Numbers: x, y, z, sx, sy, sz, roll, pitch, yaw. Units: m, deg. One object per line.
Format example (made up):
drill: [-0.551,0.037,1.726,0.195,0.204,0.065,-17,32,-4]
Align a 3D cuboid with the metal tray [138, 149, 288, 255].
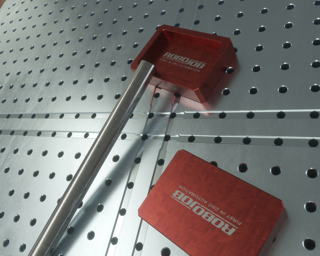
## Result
metal tray: [0.051,0.088,0.324,0.130,0.030,0.090,26,76,37]

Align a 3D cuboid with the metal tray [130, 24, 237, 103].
metal tray: [0.031,-0.098,0.448,0.130,0.030,0.090,26,76,37]

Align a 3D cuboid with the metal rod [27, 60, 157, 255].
metal rod: [-0.087,0.043,0.407,0.025,0.025,0.299,23,80,36]
